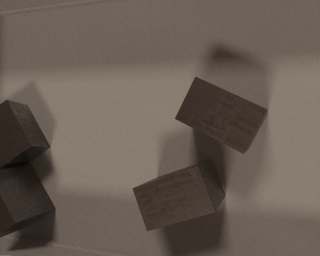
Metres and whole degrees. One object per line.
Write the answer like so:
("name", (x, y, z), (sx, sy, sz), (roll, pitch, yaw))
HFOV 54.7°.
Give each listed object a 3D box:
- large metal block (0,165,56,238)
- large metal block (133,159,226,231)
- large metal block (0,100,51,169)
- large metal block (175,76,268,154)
("large metal block", (-0.216, 0.106, 0.456), (0.050, 0.080, 0.080), (-37, 79, 16))
("large metal block", (0.026, 0.077, 0.371), (0.080, 0.080, 0.050), (-22, 83, 18))
("large metal block", (-0.229, 0.016, 0.469), (0.080, 0.050, 0.080), (-33, 80, 6))
("large metal block", (0.074, -0.014, 0.355), (0.080, 0.080, 0.050), (28, 99, 17))
